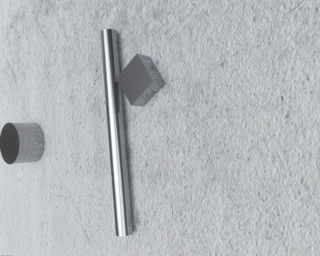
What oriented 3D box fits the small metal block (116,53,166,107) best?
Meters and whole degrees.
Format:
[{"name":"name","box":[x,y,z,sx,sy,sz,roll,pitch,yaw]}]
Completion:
[{"name":"small metal block","box":[-0.027,-0.065,0.425,0.050,0.025,0.050,-43,64,31]}]

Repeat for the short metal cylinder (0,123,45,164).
[{"name":"short metal cylinder","box":[-0.271,0.029,0.608,0.080,0.050,0.079,0,90,39]}]

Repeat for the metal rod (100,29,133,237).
[{"name":"metal rod","box":[-0.064,0.004,0.455,0.025,0.025,0.298,-8,85,39]}]
